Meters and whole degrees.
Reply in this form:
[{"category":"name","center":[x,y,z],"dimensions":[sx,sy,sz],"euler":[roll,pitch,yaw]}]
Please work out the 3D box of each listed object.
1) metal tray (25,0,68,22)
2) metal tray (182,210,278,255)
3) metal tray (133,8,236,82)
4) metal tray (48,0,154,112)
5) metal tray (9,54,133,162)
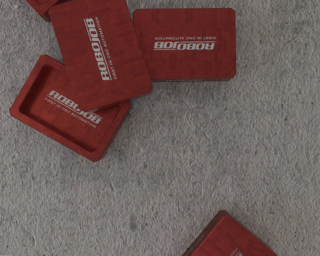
[{"category":"metal tray","center":[-0.133,-0.217,0.406],"dimensions":[0.130,0.030,0.090],"euler":[-42,90,0]},{"category":"metal tray","center":[0.078,0.187,0.408],"dimensions":[0.090,0.030,0.130],"euler":[40,90,0]},{"category":"metal tray","center":[0.031,-0.108,0.407],"dimensions":[0.131,0.030,0.089],"euler":[-1,90,0]},{"category":"metal tray","center":[-0.069,-0.092,0.376],"dimensions":[0.090,0.030,0.129],"euler":[-17,90,0]},{"category":"metal tray","center":[-0.114,-0.025,0.406],"dimensions":[0.130,0.030,0.090],"euler":[30,90,0]}]
